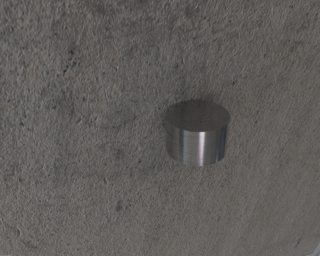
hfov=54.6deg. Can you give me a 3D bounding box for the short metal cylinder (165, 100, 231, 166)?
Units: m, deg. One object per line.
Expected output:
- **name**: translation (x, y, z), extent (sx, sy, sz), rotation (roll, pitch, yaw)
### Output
- **short metal cylinder**: translation (0.047, 0.004, 0.399), extent (0.081, 0.080, 0.050), rotation (-15, 125, -20)
